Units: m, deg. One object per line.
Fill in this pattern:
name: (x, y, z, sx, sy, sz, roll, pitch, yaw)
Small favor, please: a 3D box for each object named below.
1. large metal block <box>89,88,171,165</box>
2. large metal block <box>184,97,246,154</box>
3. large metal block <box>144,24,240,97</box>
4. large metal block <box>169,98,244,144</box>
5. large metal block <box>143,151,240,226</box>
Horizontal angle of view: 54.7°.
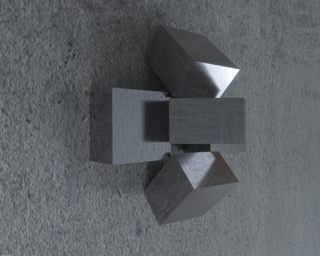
large metal block: (-0.034, -0.002, 0.363, 0.081, 0.050, 0.079, -1, 91, -40)
large metal block: (0.082, -0.004, 0.458, 0.081, 0.050, 0.079, 0, 90, -40)
large metal block: (0.039, -0.083, 0.398, 0.081, 0.080, 0.050, 0, 134, -40)
large metal block: (0.053, -0.008, 0.374, 0.080, 0.080, 0.050, 0, 91, 4)
large metal block: (0.039, 0.076, 0.397, 0.081, 0.080, 0.050, 2, 46, -39)
